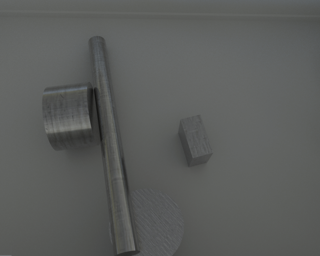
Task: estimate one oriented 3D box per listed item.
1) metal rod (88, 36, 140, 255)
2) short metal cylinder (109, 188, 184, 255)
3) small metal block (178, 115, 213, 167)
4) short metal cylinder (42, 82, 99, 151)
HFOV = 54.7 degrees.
[{"bbox_3d":[-0.062,-0.002,0.376,0.025,0.025,0.299,-11,58,-4],"label":"metal rod"},{"bbox_3d":[-0.015,0.113,0.355,0.081,0.050,0.080,0,70,0],"label":"short metal cylinder"},{"bbox_3d":[0.043,0.018,0.391,0.025,0.050,0.050,-14,71,-5],"label":"small metal block"},{"bbox_3d":[-0.107,-0.014,0.384,0.050,0.080,0.080,-8,70,-3],"label":"short metal cylinder"}]
